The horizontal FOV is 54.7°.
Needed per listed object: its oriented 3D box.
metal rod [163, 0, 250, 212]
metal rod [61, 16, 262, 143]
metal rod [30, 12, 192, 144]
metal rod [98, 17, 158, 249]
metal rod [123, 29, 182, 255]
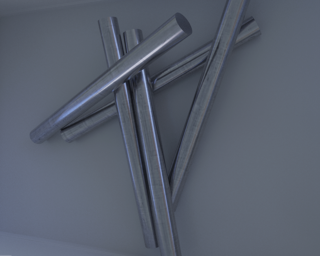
[{"bbox_3d":[0.053,-0.034,0.373,0.025,0.025,0.298,22,104,18],"label":"metal rod"},{"bbox_3d":[-0.011,-0.056,0.414,0.300,0.025,0.025,-28,81,17],"label":"metal rod"},{"bbox_3d":[-0.083,-0.045,0.391,0.299,0.025,0.025,-28,80,36],"label":"metal rod"},{"bbox_3d":[-0.037,0.009,0.403,0.025,0.025,0.298,-10,94,20],"label":"metal rod"},{"bbox_3d":[-0.009,0.025,0.385,0.025,0.025,0.298,-12,86,19],"label":"metal rod"}]
